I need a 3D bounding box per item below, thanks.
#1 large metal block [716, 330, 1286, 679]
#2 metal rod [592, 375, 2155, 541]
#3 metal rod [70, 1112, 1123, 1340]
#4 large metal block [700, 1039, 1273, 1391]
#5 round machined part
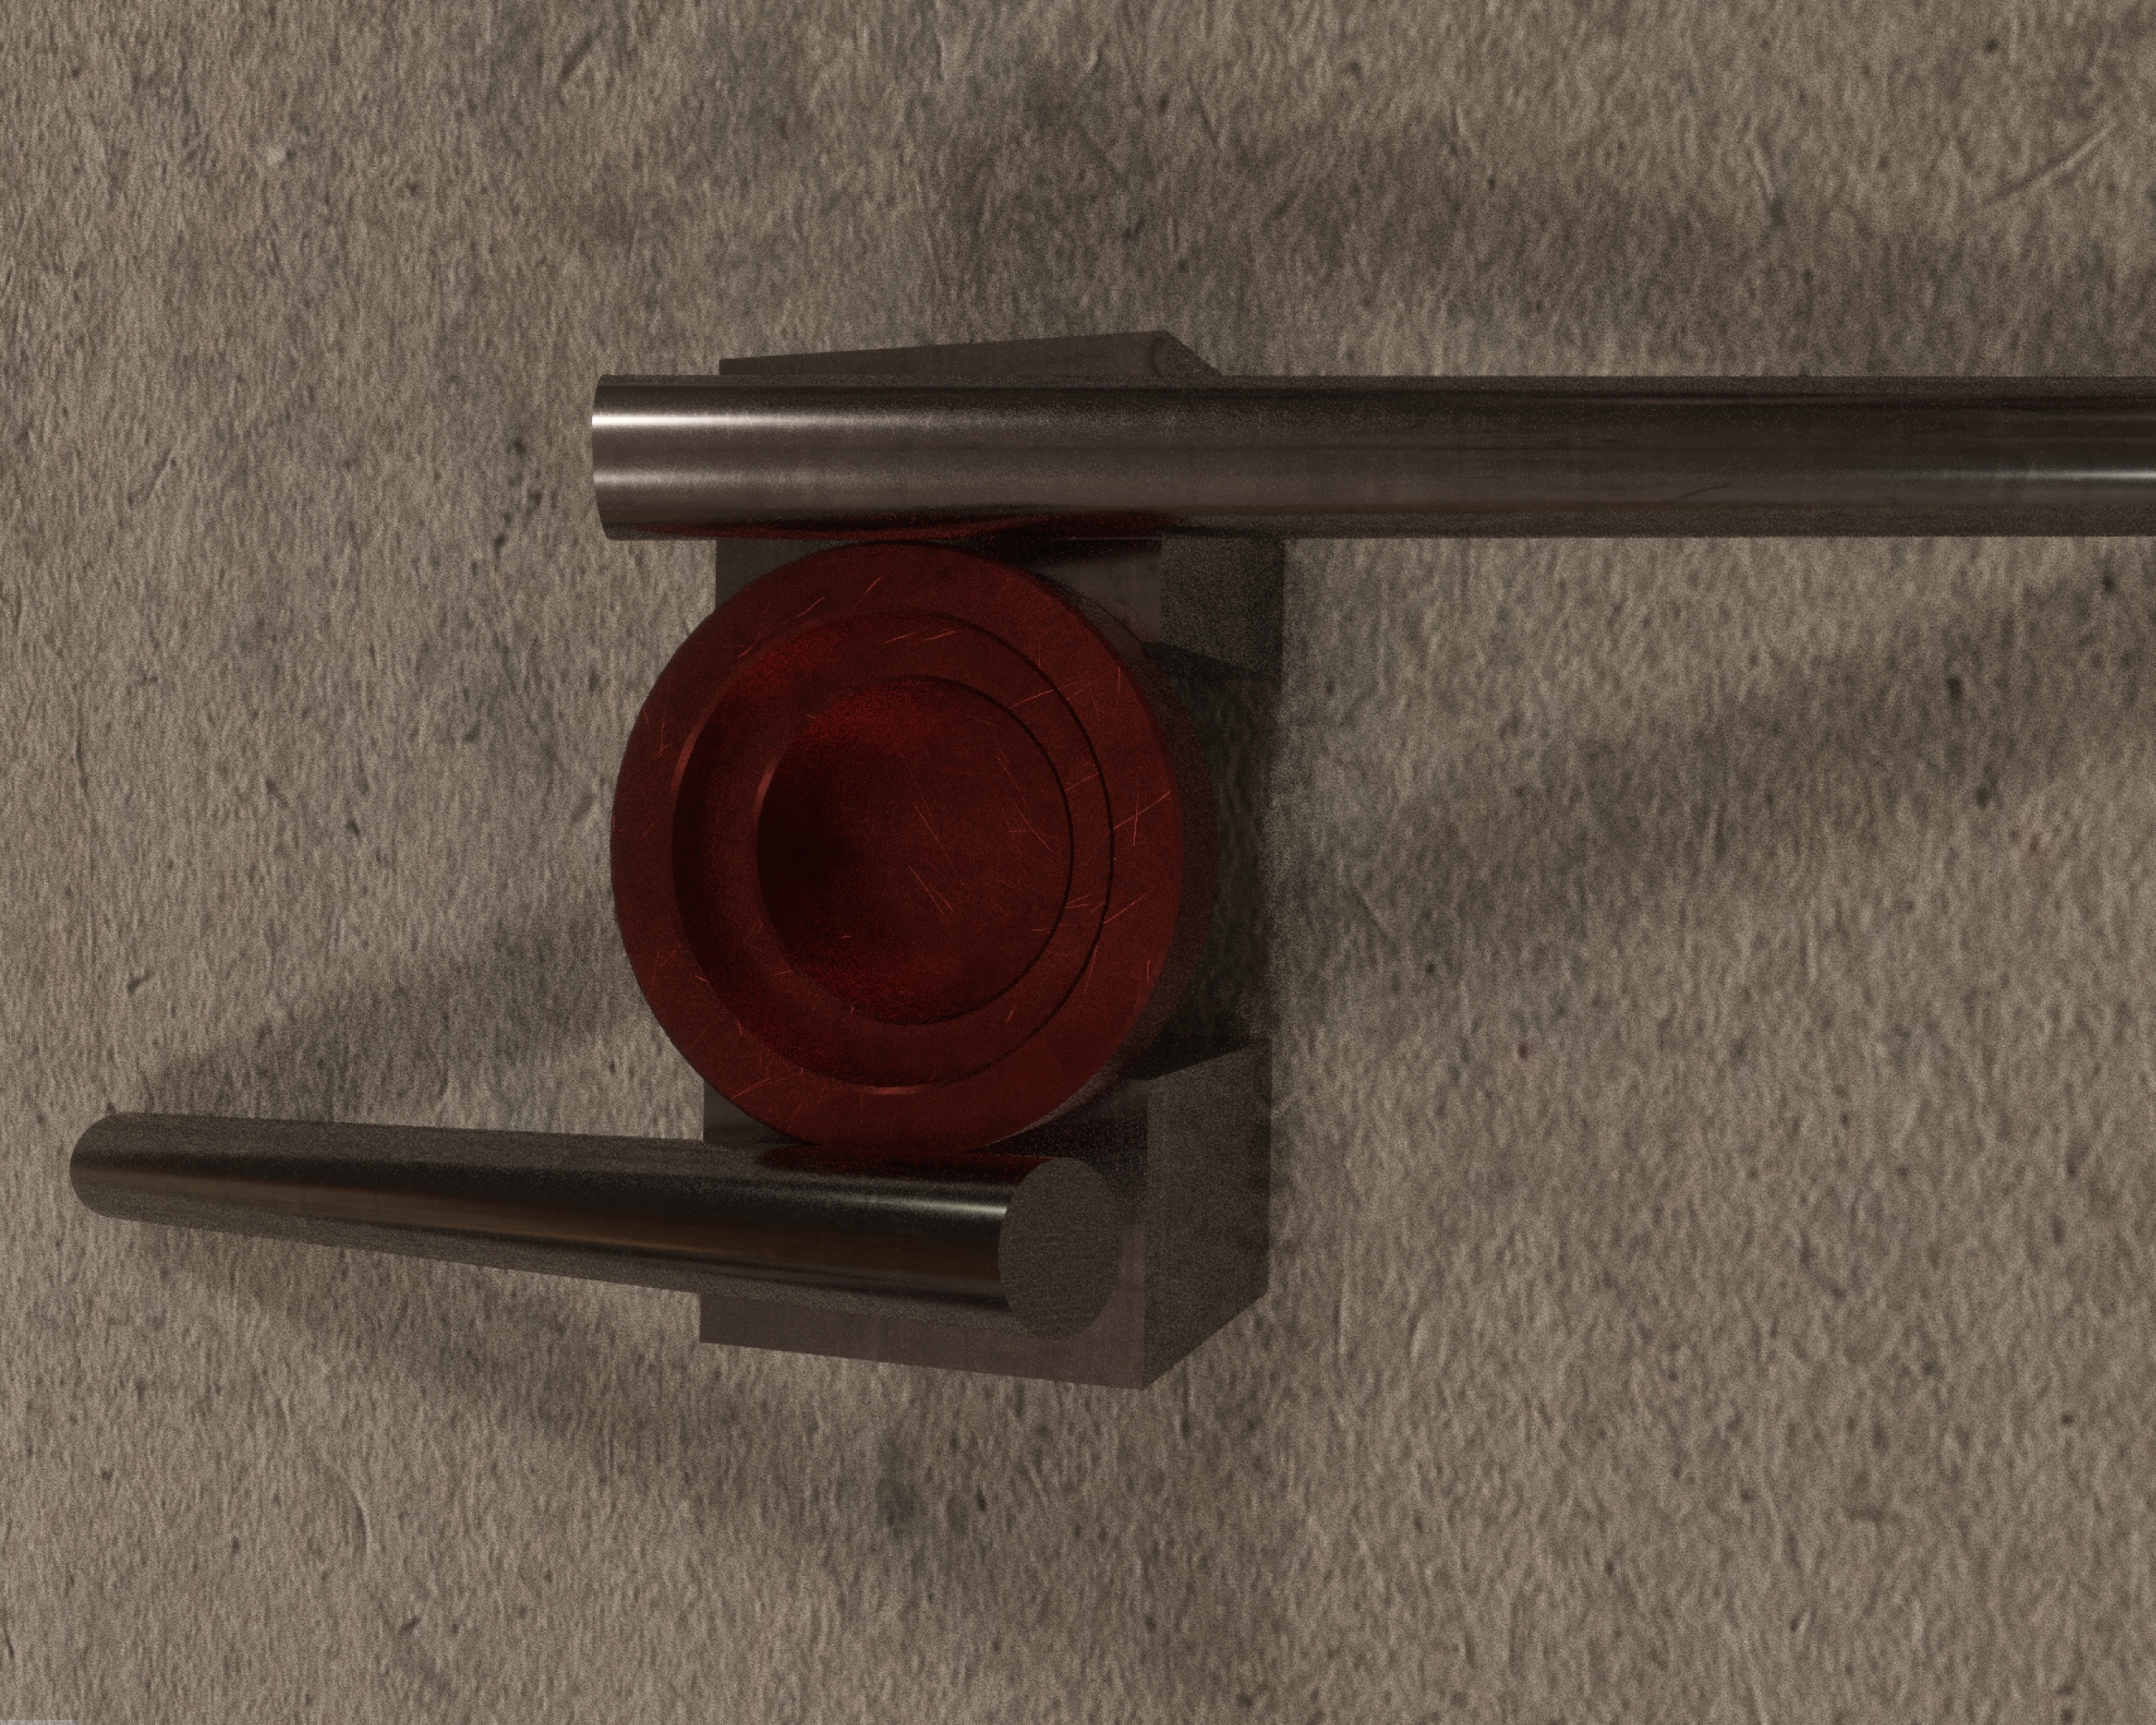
[{"bbox_3d":[-0.011,-0.061,0.384,0.080,0.080,0.050,1,91,19],"label":"large metal block"},{"bbox_3d":[0.079,-0.063,0.325,0.302,0.025,0.025,-1,90,-3],"label":"metal rod"},{"bbox_3d":[-0.113,0.062,0.390,0.300,0.025,0.025,-5,89,42],"label":"metal rod"},{"bbox_3d":[-0.013,0.059,0.385,0.080,0.080,0.050,1,91,19],"label":"large metal block"},{"bbox_3d":[-0.024,-0.002,0.346,0.098,0.042,0.097,0,90,19],"label":"round machined part"}]
